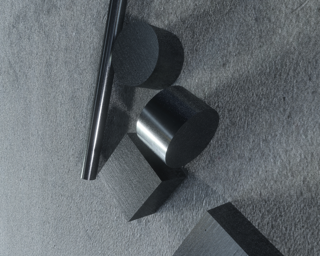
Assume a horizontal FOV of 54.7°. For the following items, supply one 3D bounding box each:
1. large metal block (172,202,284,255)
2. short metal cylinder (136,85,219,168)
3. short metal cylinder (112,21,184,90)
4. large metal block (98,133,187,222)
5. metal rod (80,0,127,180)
[{"bbox_3d":[0.070,0.140,0.331,0.080,0.050,0.080,45,117,30],"label":"large metal block"},{"bbox_3d":[0.021,-0.001,0.352,0.050,0.081,0.080,42,115,32],"label":"short metal cylinder"},{"bbox_3d":[-0.016,-0.092,0.402,0.080,0.050,0.080,0,90,40],"label":"short metal cylinder"},{"bbox_3d":[-0.025,0.062,0.410,0.080,0.050,0.080,51,120,27],"label":"large metal block"},{"bbox_3d":[-0.086,-0.064,0.475,0.025,0.025,0.298,19,102,38],"label":"metal rod"}]
